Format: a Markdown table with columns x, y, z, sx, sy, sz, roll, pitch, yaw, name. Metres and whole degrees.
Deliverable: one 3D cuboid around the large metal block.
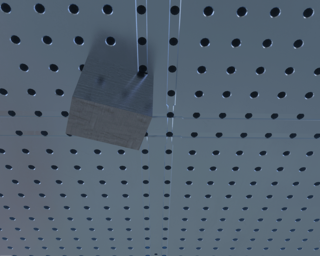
| x | y | z | sx | sy | sz | roll | pitch | yaw | name |
| --- | --- | --- | --- | --- | --- | --- | --- | --- | --- |
| -0.054 | -0.028 | 0.351 | 0.080 | 0.080 | 0.050 | 14 | 129 | -12 | large metal block |
